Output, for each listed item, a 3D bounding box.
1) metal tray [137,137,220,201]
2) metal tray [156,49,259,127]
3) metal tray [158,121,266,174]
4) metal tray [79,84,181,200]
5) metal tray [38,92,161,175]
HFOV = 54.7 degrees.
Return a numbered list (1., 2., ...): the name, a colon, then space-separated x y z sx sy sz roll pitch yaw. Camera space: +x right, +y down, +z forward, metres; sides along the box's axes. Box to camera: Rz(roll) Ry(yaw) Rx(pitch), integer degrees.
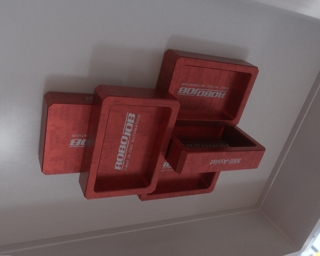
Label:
1. metal tray: 0.032 0.058 0.458 0.131 0.030 0.089 0 118 -29
2. metal tray: 0.059 -0.048 0.408 0.131 0.030 0.089 1 118 -29
3. metal tray: 0.061 0.019 0.411 0.131 0.090 0.030 1 118 -29
4. metal tray: -0.037 0.019 0.356 0.091 0.030 0.129 1 118 -29
5. metal tray: -0.070 0.007 0.368 0.131 0.030 0.089 0 118 -29
